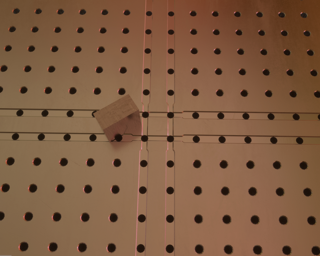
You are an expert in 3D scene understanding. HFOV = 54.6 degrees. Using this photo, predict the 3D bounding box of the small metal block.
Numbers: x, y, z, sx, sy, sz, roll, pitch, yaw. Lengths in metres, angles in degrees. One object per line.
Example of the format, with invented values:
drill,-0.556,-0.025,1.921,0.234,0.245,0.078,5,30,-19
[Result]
small metal block,-0.054,-0.012,0.403,0.050,0.050,0.025,-31,73,-10
